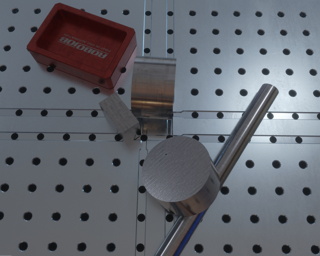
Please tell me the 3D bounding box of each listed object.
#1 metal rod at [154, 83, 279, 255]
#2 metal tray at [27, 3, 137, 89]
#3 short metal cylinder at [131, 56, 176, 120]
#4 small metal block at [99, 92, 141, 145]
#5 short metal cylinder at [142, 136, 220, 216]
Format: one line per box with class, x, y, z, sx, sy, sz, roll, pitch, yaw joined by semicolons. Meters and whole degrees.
metal rod;0.069;0.063;0.389;0.025;0.025;0.300;33;73;11
metal tray;-0.111;-0.121;0.452;0.130;0.030;0.090;22;71;7
short metal cylinder;-0.007;-0.051;0.401;0.050;0.080;0.080;4;70;2
small metal block;-0.051;-0.011;0.402;0.025;0.050;0.050;-36;74;-12
short metal cylinder;0.025;0.056;0.363;0.080;0.050;0.080;-11;55;16
